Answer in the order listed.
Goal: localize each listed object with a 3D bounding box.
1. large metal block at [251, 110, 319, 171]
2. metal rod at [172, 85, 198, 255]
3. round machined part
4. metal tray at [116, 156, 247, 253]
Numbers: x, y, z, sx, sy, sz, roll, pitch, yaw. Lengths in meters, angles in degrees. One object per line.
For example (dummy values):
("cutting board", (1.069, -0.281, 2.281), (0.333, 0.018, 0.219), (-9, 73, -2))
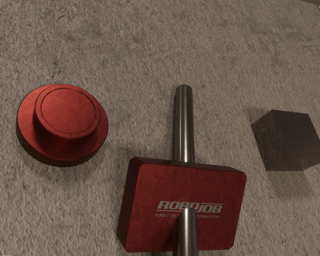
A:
("large metal block", (0.201, 0.021, 0.486), (0.081, 0.050, 0.080), (4, 60, -27))
("metal rod", (0.029, 0.057, 0.359), (0.025, 0.025, 0.300), (20, 46, -17))
("round machined part", (-0.105, -0.010, 0.343), (0.099, 0.042, 0.098), (14, 56, -21))
("metal tray", (0.026, 0.083, 0.335), (0.131, 0.030, 0.089), (9, 93, -24))
